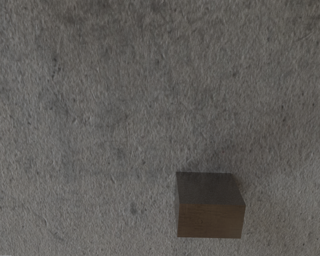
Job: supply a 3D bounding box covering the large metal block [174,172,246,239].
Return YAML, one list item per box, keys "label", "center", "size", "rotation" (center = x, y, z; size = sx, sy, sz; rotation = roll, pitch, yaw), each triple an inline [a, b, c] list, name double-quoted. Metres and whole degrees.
- label: "large metal block"
  center: [0.063, 0.101, 0.419]
  size: [0.081, 0.080, 0.050]
  rotation: [2, 110, -1]
